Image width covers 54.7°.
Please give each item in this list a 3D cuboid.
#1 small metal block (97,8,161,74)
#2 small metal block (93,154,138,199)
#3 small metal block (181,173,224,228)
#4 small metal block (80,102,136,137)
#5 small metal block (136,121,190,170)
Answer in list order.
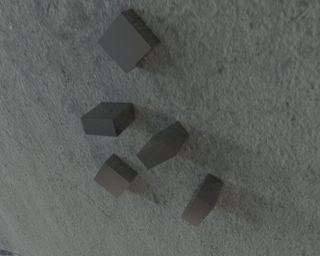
[{"bbox_3d":[-0.036,-0.101,0.362,0.050,0.025,0.050,48,129,-6],"label":"small metal block"},{"bbox_3d":[-0.070,0.077,0.490,0.050,0.025,0.050,38,129,2],"label":"small metal block"},{"bbox_3d":[0.058,0.098,0.420,0.025,0.050,0.050,32,128,7],"label":"small metal block"},{"bbox_3d":[-0.069,-0.013,0.417,0.050,0.050,0.025,4,120,26],"label":"small metal block"},{"bbox_3d":[0.004,0.022,0.401,0.050,0.050,0.025,-32,101,38],"label":"small metal block"}]
